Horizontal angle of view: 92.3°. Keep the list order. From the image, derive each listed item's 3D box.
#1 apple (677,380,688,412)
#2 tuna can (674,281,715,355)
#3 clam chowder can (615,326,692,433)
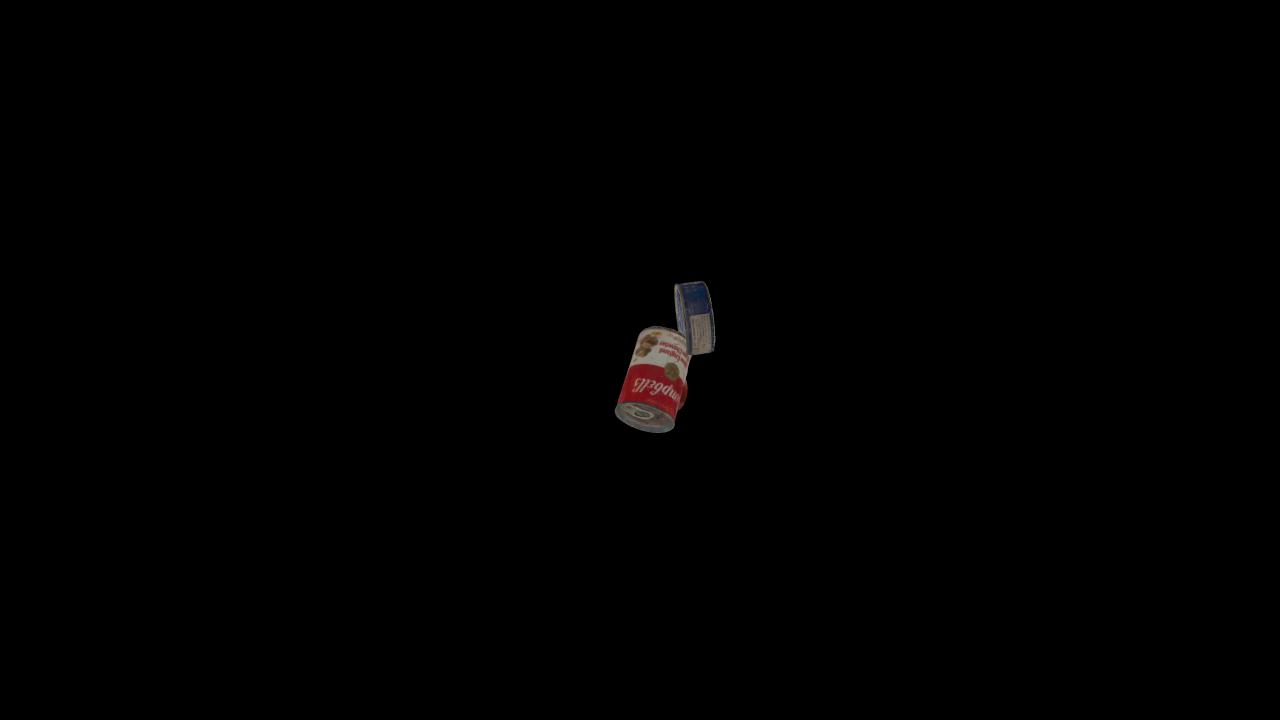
[{"bbox_3d":[0.021,0.032,0.779,0.079,0.093,0.079,-14,-12,-3],"label":"apple"},{"bbox_3d":[0.062,-0.047,0.699,0.034,0.084,0.084,-8,0,-2],"label":"tuna can"},{"bbox_3d":[0.017,0.021,0.691,0.068,0.102,0.068,13,-29,7],"label":"clam chowder can"}]
